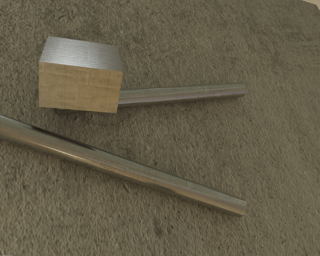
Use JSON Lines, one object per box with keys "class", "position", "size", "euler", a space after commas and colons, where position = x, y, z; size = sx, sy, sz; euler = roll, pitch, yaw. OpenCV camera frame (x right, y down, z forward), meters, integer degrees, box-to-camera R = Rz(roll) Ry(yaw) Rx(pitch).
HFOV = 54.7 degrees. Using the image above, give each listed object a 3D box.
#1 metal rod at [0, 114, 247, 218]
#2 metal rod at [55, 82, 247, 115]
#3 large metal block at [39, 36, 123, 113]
{"class": "metal rod", "position": [-0.031, 0.050, 0.357], "size": [0.302, 0.025, 0.025], "euler": [21, 54, -16]}
{"class": "metal rod", "position": [0.008, -0.046, 0.437], "size": [0.303, 0.025, 0.025], "euler": [-8, 66, -32]}
{"class": "large metal block", "position": [-0.089, -0.062, 0.351], "size": [0.081, 0.050, 0.080], "euler": [4, 32, -16]}
